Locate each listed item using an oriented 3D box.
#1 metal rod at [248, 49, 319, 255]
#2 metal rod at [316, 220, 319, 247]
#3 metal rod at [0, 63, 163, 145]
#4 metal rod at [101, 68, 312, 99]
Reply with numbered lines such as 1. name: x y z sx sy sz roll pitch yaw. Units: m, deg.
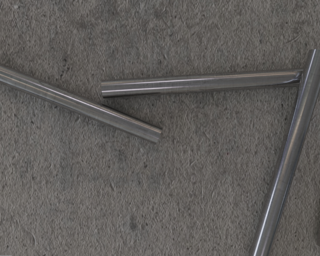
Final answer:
1. metal rod: 0.161 0.050 0.396 0.025 0.025 0.298 14 96 0
2. metal rod: 0.244 0.010 0.411 0.025 0.025 0.298 9 90 0
3. metal rod: -0.141 -0.045 0.408 0.301 0.025 0.025 22 90 0
4. metal rod: 0.076 -0.060 0.410 0.302 0.025 0.025 -4 90 0
